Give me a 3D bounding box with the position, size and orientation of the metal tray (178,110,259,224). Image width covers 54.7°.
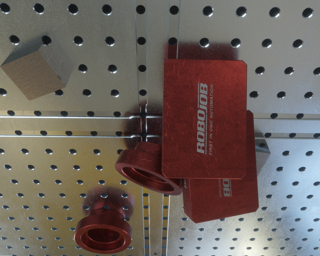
[{"bbox_3d":[0.073,0.045,0.389,0.091,0.030,0.129,-7,96,-14],"label":"metal tray"}]

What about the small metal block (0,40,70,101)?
[{"bbox_3d":[-0.141,-0.065,0.355,0.050,0.025,0.050,-18,128,14],"label":"small metal block"}]

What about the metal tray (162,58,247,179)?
[{"bbox_3d":[0.048,-0.010,0.349,0.091,0.030,0.129,1,88,-2],"label":"metal tray"}]

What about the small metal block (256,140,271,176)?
[{"bbox_3d":[0.123,0.042,0.449,0.050,0.025,0.050,8,130,-7],"label":"small metal block"}]

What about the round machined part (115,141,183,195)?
[{"bbox_3d":[-0.009,0.053,0.427,0.098,0.042,0.098,19,156,9],"label":"round machined part"}]

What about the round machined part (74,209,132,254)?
[{"bbox_3d":[-0.099,0.182,0.554,0.099,0.042,0.097,0,130,0],"label":"round machined part"}]
